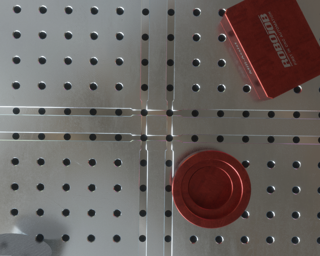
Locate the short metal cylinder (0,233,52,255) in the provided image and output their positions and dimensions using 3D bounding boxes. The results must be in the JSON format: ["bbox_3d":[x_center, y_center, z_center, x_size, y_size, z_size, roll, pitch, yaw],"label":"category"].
[{"bbox_3d":[-0.183,0.173,0.384,0.080,0.080,0.050,17,90,0],"label":"short metal cylinder"}]

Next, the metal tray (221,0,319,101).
[{"bbox_3d":[0.151,-0.113,0.412,0.090,0.030,0.130,-27,90,0],"label":"metal tray"}]

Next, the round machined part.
[{"bbox_3d":[0.064,0.076,0.405,0.099,0.042,0.097,0,90,0],"label":"round machined part"}]
